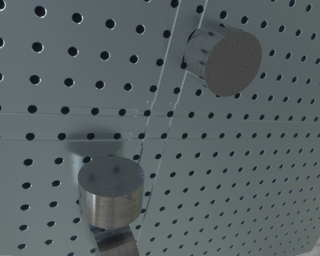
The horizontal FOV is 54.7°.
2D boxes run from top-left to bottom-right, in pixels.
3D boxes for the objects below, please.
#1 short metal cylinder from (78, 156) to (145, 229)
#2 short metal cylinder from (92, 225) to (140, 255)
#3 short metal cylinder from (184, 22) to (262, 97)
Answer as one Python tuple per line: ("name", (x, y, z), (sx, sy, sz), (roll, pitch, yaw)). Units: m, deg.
("short metal cylinder", (-0.061, 0.079, 0.391), (0.081, 0.080, 0.050), (-8, 122, -24))
("short metal cylinder", (-0.065, 0.183, 0.453), (0.050, 0.080, 0.079), (-13, 124, -21))
("short metal cylinder", (0.077, -0.085, 0.384), (0.081, 0.050, 0.079), (-14, 124, -21))
